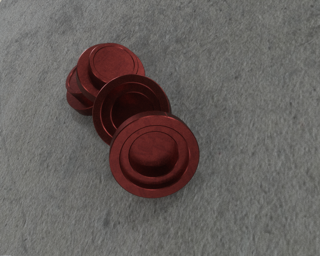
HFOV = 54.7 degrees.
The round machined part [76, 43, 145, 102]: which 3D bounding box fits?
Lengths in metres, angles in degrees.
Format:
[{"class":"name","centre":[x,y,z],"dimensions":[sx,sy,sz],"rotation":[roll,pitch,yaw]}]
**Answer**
[{"class":"round machined part","centre":[-0.069,-0.082,0.444],"dimensions":[0.099,0.042,0.098],"rotation":[7,66,-15]}]

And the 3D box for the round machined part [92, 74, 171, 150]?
[{"class":"round machined part","centre":[-0.034,-0.017,0.403],"dimensions":[0.098,0.042,0.097],"rotation":[-1,83,9]}]

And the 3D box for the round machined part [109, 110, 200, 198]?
[{"class":"round machined part","centre":[-0.008,0.027,0.354],"dimensions":[0.098,0.098,0.042],"rotation":[-36,19,4]}]

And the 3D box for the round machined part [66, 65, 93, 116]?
[{"class":"round machined part","centre":[-0.109,-0.071,0.492],"dimensions":[0.098,0.042,0.098],"rotation":[-13,56,20]}]
